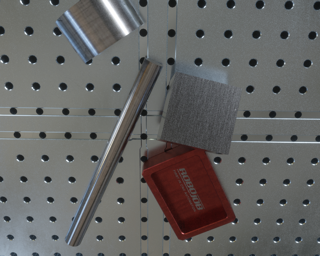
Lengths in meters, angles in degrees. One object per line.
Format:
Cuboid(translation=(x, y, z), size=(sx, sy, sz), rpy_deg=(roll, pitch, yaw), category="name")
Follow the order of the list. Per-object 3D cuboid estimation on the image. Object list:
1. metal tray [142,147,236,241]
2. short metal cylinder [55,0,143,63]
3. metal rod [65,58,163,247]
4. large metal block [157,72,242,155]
Cuboid(translation=(0.042, 0.090, 0.444), size=(0.090, 0.030, 0.130), rpy_deg=(-24, 109, 8), category="metal tray")
Cuboid(translation=(-0.066, -0.114, 0.341), size=(0.080, 0.080, 0.050), rpy_deg=(-31, 107, 11), category="short metal cylinder")
Cuboid(translation=(-0.070, 0.045, 0.429), size=(0.025, 0.025, 0.298), rpy_deg=(24, 108, -9), category="metal rod")
Cuboid(translation=(0.046, -0.015, 0.379), size=(0.080, 0.050, 0.080), rpy_deg=(13, 85, -5), category="large metal block")
